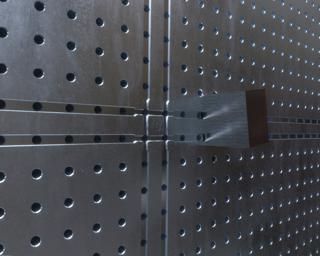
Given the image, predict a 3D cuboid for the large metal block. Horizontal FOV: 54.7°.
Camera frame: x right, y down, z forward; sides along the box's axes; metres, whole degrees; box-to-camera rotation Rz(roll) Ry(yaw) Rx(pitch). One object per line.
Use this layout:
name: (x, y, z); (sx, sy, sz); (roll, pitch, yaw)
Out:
large metal block: (0.113, -0.015, 0.471); (0.050, 0.080, 0.079); (-10, 97, -40)
